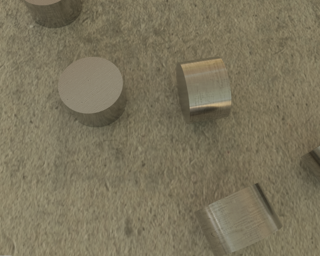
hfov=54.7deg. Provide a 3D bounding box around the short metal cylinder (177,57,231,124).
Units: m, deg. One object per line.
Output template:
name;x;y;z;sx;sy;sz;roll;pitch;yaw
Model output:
short metal cylinder;0.054;-0.048;0.397;0.050;0.080;0.080;-10;71;-4

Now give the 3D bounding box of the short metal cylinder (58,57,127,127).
short metal cylinder;-0.087;-0.047;0.411;0.081;0.050;0.080;0;70;0

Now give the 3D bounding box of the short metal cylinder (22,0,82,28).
short metal cylinder;-0.164;-0.199;0.466;0.081;0.050;0.080;0;70;0

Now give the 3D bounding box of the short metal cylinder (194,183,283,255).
short metal cylinder;0.085;0.101;0.343;0.080;0.080;0.050;-22;72;-8

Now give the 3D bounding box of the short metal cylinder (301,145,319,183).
short metal cylinder;0.219;0.034;0.369;0.080;0.080;0.050;-29;73;-10
